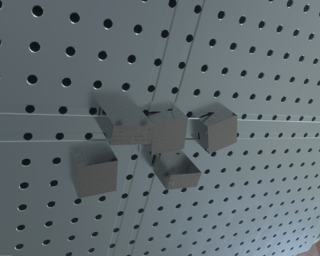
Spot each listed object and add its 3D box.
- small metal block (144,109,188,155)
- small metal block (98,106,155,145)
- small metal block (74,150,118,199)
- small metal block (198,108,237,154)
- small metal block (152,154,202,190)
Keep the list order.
[{"bbox_3d":[0.007,0.005,0.420,0.050,0.025,0.050,-10,123,-24],"label":"small metal block"},{"bbox_3d":[-0.041,-0.004,0.372,0.050,0.050,0.025,0,119,-29],"label":"small metal block"},{"bbox_3d":[-0.084,0.060,0.404,0.050,0.025,0.050,-7,122,-25],"label":"small metal block"},{"bbox_3d":[0.087,0.004,0.464,0.050,0.025,0.050,-21,127,-17],"label":"small metal block"},{"bbox_3d":[0.023,0.062,0.448,0.050,0.050,0.025,1,118,-29],"label":"small metal block"}]
